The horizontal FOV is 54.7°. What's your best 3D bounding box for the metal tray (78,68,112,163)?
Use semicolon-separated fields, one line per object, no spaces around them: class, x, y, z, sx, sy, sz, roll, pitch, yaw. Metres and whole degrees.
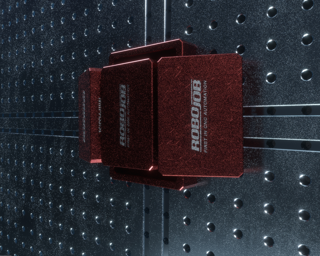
metal tray;-0.098;-0.017;0.461;0.090;0.030;0.129;180;90;-65

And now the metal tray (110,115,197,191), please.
metal tray;-0.013;0.029;0.415;0.130;0.030;0.089;1;91;39

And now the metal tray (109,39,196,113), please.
metal tray;-0.014;-0.062;0.415;0.130;0.030;0.089;1;91;39

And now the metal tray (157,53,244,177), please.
metal tray;0.045;-0.013;0.343;0.090;0.030;0.129;-1;90;12

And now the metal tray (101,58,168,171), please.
metal tray;-0.034;-0.016;0.392;0.090;0.030;0.129;0;90;39
